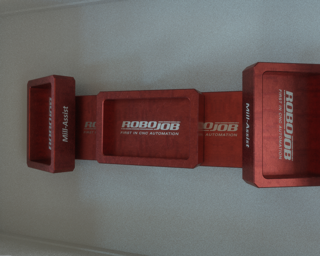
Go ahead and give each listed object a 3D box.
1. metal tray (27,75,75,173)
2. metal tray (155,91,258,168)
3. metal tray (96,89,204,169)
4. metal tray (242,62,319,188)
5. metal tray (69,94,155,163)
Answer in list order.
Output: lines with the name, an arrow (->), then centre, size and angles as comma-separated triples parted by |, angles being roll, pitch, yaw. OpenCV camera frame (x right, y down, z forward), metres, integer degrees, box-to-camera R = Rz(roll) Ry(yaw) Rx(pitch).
metal tray -> -0.157, -0.006, 0.443 | 0.090, 0.030, 0.129 | 1, 90, 45
metal tray -> 0.059, 0.001, 0.386 | 0.130, 0.030, 0.089 | 0, 90, 20
metal tray -> -0.014, 0.000, 0.379 | 0.130, 0.030, 0.089 | 1, 90, 20
metal tray -> 0.138, -0.003, 0.337 | 0.091, 0.030, 0.129 | 0, 90, -9
metal tray -> -0.063, 0.000, 0.430 | 0.130, 0.030, 0.089 | 0, 90, 20
